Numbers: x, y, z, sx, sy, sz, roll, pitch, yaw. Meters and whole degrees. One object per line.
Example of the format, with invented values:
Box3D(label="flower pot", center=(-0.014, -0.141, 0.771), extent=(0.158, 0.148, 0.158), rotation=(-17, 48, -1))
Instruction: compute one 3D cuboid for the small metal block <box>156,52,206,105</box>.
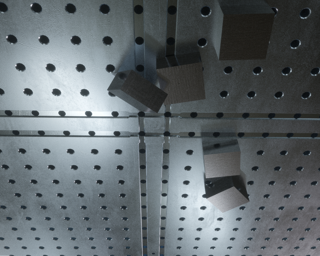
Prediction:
Box3D(label="small metal block", center=(0.025, -0.057, 0.363), extent=(0.050, 0.025, 0.050), rotation=(-8, 130, 6))

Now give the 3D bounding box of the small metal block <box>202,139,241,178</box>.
Box3D(label="small metal block", center=(0.089, 0.045, 0.452), extent=(0.050, 0.025, 0.050), rotation=(-7, 130, 5))

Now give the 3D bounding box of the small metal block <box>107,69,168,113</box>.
Box3D(label="small metal block", center=(-0.027, -0.041, 0.357), extent=(0.050, 0.050, 0.025), rotation=(32, 82, -25))

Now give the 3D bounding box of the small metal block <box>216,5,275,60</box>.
Box3D(label="small metal block", center=(0.088, -0.100, 0.328), extent=(0.050, 0.025, 0.050), rotation=(-2, 130, 0))

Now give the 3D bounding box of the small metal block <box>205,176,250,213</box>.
Box3D(label="small metal block", center=(0.109, 0.108, 0.505), extent=(0.050, 0.025, 0.050), rotation=(-31, 124, 23))
